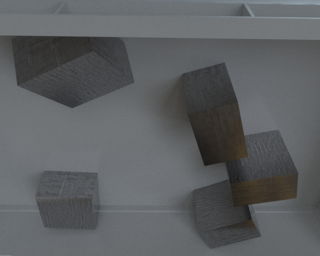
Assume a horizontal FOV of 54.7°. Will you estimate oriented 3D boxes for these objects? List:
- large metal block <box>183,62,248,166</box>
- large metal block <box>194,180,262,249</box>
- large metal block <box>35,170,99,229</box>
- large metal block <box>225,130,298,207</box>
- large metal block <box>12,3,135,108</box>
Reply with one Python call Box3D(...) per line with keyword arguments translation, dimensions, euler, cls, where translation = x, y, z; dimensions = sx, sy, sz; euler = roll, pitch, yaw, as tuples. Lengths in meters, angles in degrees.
Box3D(translation=(0.064, -0.016, 0.360), dimensions=(0.050, 0.080, 0.080), euler=(-14, 129, 11), cls="large metal block")
Box3D(translation=(0.103, 0.132, 0.486), dimensions=(0.080, 0.080, 0.050), euler=(-21, 127, 16), cls="large metal block")
Box3D(translation=(-0.141, 0.114, 0.488), dimensions=(0.081, 0.050, 0.079), euler=(3, 130, -3), cls="large metal block")
Box3D(translation=(0.131, 0.053, 0.419), dimensions=(0.080, 0.080, 0.050), euler=(-10, 129, 8), cls="large metal block")
Box3D(translation=(-0.084, -0.066, 0.311), dimensions=(0.080, 0.050, 0.080), euler=(-20, 162, 16), cls="large metal block")
